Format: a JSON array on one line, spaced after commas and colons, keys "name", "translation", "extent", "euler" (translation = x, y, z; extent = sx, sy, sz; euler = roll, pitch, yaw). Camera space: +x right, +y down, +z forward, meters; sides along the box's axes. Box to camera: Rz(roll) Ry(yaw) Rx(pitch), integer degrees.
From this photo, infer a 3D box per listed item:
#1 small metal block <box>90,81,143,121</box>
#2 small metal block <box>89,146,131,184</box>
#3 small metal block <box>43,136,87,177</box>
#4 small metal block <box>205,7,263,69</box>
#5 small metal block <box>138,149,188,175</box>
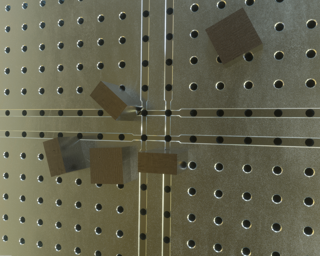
[{"name": "small metal block", "translation": [-0.058, -0.035, 0.419], "extent": [0.050, 0.050, 0.025], "euler": [43, 103, 14]}, {"name": "small metal block", "translation": [-0.070, 0.052, 0.436], "extent": [0.050, 0.025, 0.050], "euler": [-3, 89, 19]}, {"name": "small metal block", "translation": [-0.136, 0.040, 0.446], "extent": [0.025, 0.050, 0.050], "euler": [-17, 84, 19]}, {"name": "small metal block", "translation": [0.091, -0.109, 0.380], "extent": [0.050, 0.025, 0.050], "euler": [-27, 81, 17]}, {"name": "small metal block", "translation": [0.005, 0.042, 0.397], "extent": [0.050, 0.050, 0.025], "euler": [1, 91, 19]}]
